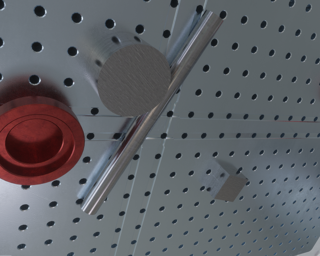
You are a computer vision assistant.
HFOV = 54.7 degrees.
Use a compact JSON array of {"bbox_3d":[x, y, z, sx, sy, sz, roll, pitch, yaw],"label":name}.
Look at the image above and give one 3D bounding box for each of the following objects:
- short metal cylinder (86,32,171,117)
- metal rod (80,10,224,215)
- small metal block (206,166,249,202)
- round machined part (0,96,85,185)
[{"bbox_3d":[-0.035,-0.059,0.339,0.081,0.050,0.079,-14,124,-21],"label":"short metal cylinder"},{"bbox_3d":[-0.017,-0.011,0.395,0.025,0.025,0.299,25,105,-37],"label":"metal rod"},{"bbox_3d":[0.116,0.098,0.536,0.050,0.025,0.050,18,109,-36],"label":"small metal block"},{"bbox_3d":[-0.135,0.010,0.333,0.099,0.042,0.097,-14,124,-21],"label":"round machined part"}]
